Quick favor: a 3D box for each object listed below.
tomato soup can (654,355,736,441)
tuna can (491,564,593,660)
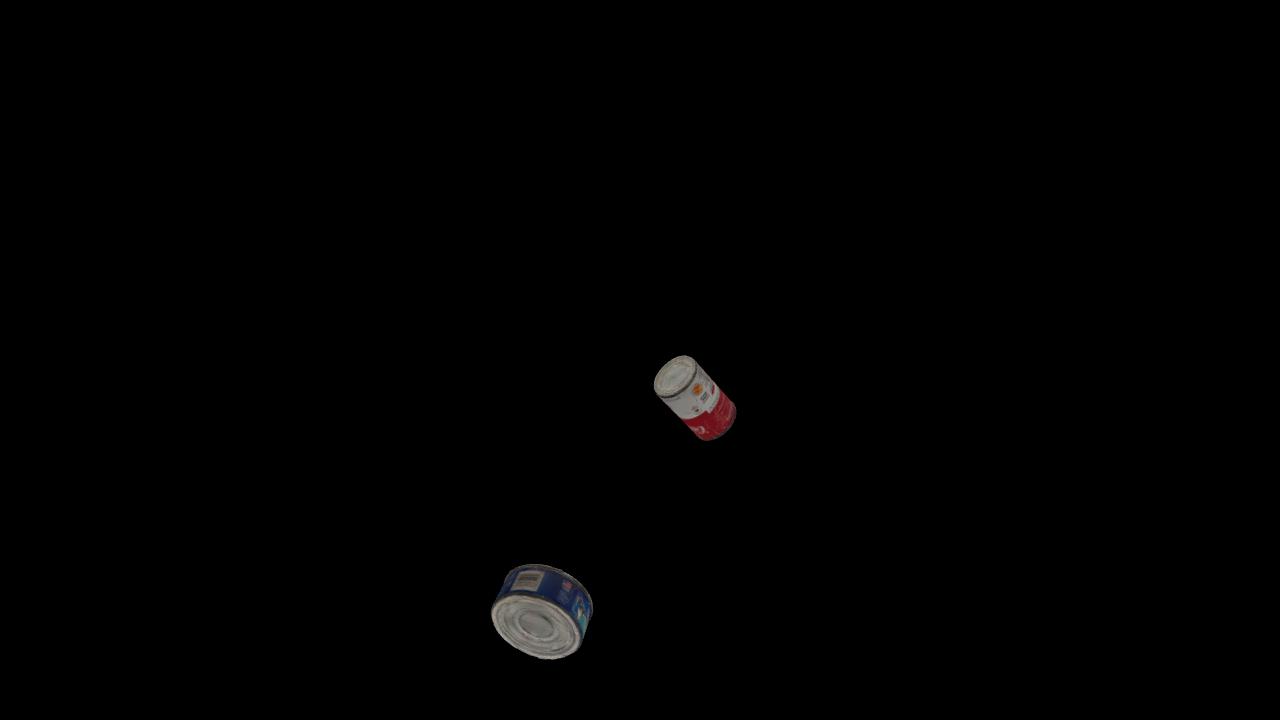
[{"bbox_3d":[0.072,0.050,0.803,0.068,0.068,0.101,0,-38,47],"label":"tomato soup can"},{"bbox_3d":[-0.085,0.219,0.533,0.084,0.084,0.034,0,29,14],"label":"tuna can"}]
